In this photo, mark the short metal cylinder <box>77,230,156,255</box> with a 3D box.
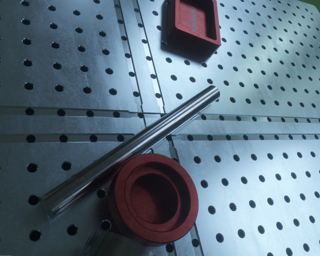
[{"bbox_3d":[-0.039,0.134,0.271,0.080,0.080,0.050,35,51,-5],"label":"short metal cylinder"}]

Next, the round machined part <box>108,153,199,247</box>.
[{"bbox_3d":[-0.010,0.081,0.344,0.099,0.042,0.098,14,56,-21],"label":"round machined part"}]

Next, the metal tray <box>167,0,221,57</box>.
[{"bbox_3d":[0.060,-0.198,0.560,0.091,0.030,0.130,15,55,-20],"label":"metal tray"}]

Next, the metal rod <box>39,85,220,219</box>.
[{"bbox_3d":[-0.013,0.011,0.395,0.302,0.025,0.025,-35,82,-39],"label":"metal rod"}]
